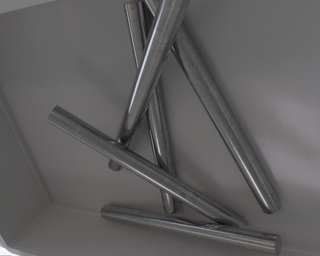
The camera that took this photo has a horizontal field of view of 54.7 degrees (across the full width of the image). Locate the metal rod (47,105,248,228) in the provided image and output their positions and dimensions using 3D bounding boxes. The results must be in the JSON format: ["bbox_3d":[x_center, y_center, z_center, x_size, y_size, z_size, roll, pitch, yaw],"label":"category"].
[{"bbox_3d":[-0.011,0.061,0.415,0.301,0.025,0.025,32,130,-8],"label":"metal rod"}]

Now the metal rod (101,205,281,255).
[{"bbox_3d":[0.022,0.144,0.460,0.300,0.025,0.025,-2,118,38],"label":"metal rod"}]

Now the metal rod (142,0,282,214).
[{"bbox_3d":[0.066,-0.022,0.359,0.025,0.025,0.299,-22,107,36],"label":"metal rod"}]

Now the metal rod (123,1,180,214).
[{"bbox_3d":[-0.005,-0.007,0.406,0.025,0.025,0.298,4,121,26],"label":"metal rod"}]

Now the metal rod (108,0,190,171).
[{"bbox_3d":[-0.025,-0.032,0.368,0.025,0.025,0.298,33,139,6],"label":"metal rod"}]
